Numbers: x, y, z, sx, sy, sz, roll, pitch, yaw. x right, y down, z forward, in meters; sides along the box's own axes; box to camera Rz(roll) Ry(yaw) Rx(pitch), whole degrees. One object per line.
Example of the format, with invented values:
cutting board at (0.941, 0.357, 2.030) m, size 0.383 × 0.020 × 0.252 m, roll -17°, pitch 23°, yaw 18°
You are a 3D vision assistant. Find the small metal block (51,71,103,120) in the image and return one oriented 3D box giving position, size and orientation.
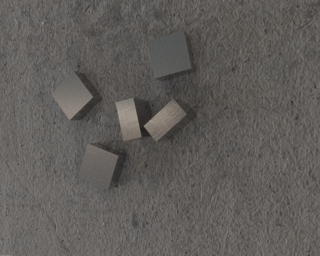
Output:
small metal block at (-0.121, -0.046, 0.452) m, size 0.050 × 0.025 × 0.050 m, roll -41°, pitch 77°, yaw 15°

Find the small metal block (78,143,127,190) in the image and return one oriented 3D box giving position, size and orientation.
small metal block at (-0.081, 0.053, 0.438) m, size 0.050 × 0.025 × 0.050 m, roll 20°, pitch 97°, yaw 19°

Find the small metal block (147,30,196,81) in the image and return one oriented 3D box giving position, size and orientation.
small metal block at (0.015, -0.093, 0.403) m, size 0.050 × 0.025 × 0.050 m, roll -12°, pitch 86°, yaw 19°

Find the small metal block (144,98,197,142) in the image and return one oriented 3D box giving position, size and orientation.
small metal block at (0.014, -0.009, 0.391) m, size 0.050 × 0.050 × 0.025 m, roll -42°, pitch 77°, yaw 15°

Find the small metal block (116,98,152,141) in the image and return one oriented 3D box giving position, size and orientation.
small metal block at (-0.030, -0.011, 0.406) m, size 0.025 × 0.050 × 0.050 m, roll -14°, pitch 86°, yaw 19°
